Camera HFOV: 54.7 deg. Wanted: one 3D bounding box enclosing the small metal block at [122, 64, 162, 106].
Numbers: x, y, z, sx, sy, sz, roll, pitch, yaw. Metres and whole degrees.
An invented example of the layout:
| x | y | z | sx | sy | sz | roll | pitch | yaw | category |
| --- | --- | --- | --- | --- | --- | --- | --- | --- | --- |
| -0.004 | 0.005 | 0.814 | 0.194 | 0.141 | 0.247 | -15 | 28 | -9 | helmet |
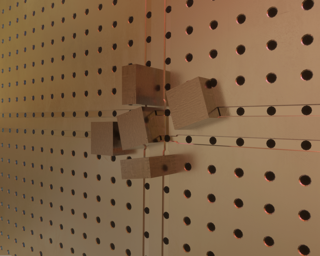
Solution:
| x | y | z | sx | sy | sz | roll | pitch | yaw | category |
| --- | --- | --- | --- | --- | --- | --- | --- | --- | --- |
| -0.023 | -0.055 | 0.410 | 0.025 | 0.050 | 0.050 | 0 | 90 | 40 | small metal block |

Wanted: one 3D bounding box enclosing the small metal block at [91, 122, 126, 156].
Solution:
| x | y | z | sx | sy | sz | roll | pitch | yaw | category |
| --- | --- | --- | --- | --- | --- | --- | --- | --- | --- |
| -0.079 | 0.016 | 0.472 | 0.050 | 0.025 | 0.050 | 0 | 90 | 39 | small metal block |

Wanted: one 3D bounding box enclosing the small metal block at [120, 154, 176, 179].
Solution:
| x | y | z | sx | sy | sz | roll | pitch | yaw | category |
| --- | --- | --- | --- | --- | --- | --- | --- | --- | --- |
| -0.015 | 0.050 | 0.404 | 0.050 | 0.050 | 0.025 | -10 | 84 | 39 | small metal block |

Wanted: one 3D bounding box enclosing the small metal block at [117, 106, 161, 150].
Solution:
| x | y | z | sx | sy | sz | roll | pitch | yaw | category |
| --- | --- | --- | --- | --- | --- | --- | --- | --- | --- |
| -0.031 | 0.001 | 0.432 | 0.050 | 0.025 | 0.050 | -18 | 79 | 38 | small metal block |

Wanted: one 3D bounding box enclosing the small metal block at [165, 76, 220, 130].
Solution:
| x | y | z | sx | sy | sz | roll | pitch | yaw | category |
| --- | --- | --- | --- | --- | --- | --- | --- | --- | --- |
| 0.039 | -0.028 | 0.376 | 0.050 | 0.025 | 0.050 | -21 | 77 | 37 | small metal block |
